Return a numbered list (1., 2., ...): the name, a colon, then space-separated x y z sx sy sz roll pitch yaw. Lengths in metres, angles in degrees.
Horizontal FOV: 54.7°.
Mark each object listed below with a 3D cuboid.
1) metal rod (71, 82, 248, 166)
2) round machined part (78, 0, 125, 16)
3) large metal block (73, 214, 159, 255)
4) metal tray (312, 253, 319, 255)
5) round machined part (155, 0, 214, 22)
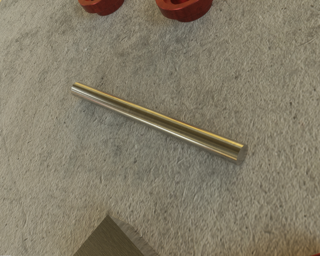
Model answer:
1. metal rod: -0.023 -0.017 0.424 0.300 0.025 0.025 22 74 35
2. round machined part: -0.108 -0.260 0.607 0.098 0.042 0.098 -13 56 20
3. large metal block: -0.045 0.151 0.317 0.080 0.050 0.080 35 81 38
4. metal tray: 0.108 0.160 0.245 0.130 0.030 0.090 -24 53 12
5. round machined part: 0.045 -0.209 0.496 0.098 0.042 0.098 -13 56 20
